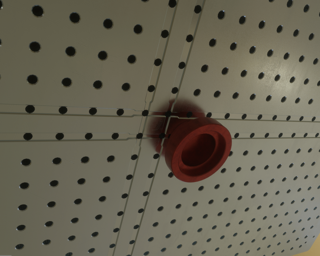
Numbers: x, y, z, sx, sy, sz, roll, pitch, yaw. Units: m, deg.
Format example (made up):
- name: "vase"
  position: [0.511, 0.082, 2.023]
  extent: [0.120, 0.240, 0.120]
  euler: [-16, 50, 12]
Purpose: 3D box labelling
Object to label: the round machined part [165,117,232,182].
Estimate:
- name: "round machined part"
  position: [0.051, 0.027, 0.447]
  extent: [0.099, 0.042, 0.097]
  euler: [-14, 124, -21]
